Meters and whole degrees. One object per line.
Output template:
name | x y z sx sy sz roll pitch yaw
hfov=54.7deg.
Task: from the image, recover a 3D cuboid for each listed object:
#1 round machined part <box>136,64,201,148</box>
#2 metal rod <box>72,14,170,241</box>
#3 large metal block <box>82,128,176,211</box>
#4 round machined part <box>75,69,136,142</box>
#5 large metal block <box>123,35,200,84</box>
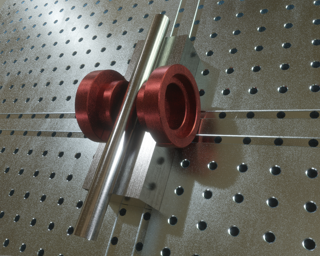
round machined part | 0.008 -0.025 0.372 0.042 0.098 0.098 -1 61 33
metal rod | -0.038 -0.019 0.376 0.025 0.025 0.300 3 63 29
large metal block | -0.036 0.049 0.380 0.080 0.050 0.080 3 63 29
round machined part | -0.062 -0.028 0.410 0.042 0.098 0.098 2 63 29
large metal block | 0.003 -0.081 0.440 0.080 0.050 0.080 2 63 29
